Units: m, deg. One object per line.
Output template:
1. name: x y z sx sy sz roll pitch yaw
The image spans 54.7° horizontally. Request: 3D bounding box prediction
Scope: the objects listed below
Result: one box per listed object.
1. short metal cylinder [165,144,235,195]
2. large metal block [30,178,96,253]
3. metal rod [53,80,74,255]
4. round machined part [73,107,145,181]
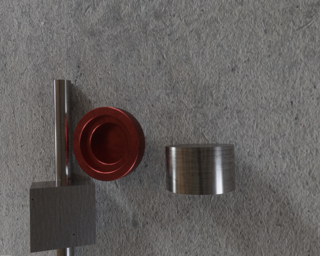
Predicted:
1. short metal cylinder: 0.047 0.045 0.363 0.080 0.080 0.050 -2 90 20
2. large metal block: -0.132 0.115 0.421 0.081 0.050 0.080 -1 90 -19
3. metal rod: -0.142 0.079 0.458 0.025 0.025 0.298 -1 90 20
4. round machined part: -0.065 0.021 0.423 0.098 0.042 0.097 0 90 20
